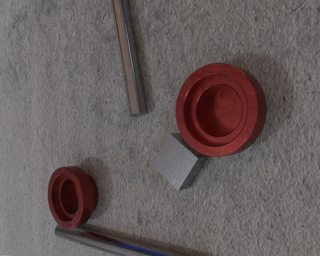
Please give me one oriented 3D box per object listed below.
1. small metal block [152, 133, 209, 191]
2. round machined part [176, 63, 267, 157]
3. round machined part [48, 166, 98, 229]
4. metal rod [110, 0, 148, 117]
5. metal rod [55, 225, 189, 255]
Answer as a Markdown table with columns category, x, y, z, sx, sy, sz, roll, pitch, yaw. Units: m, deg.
| category | x | y | z | sx | sy | sz | roll | pitch | yaw |
| --- | --- | --- | --- | --- | --- | --- | --- | --- | --- |
| small metal block | 0.025 | 0.041 | 0.385 | 0.050 | 0.025 | 0.050 | 42 | 115 | 32 |
| round machined part | 0.069 | -0.019 | 0.337 | 0.098 | 0.042 | 0.097 | 0 | 90 | 40 |
| round machined part | -0.139 | 0.111 | 0.509 | 0.098 | 0.042 | 0.097 | 0 | 90 | 40 |
| metal rod | -0.056 | -0.164 | 0.450 | 0.025 | 0.025 | 0.298 | -17 | 79 | 39 |
| metal rod | -0.060 | 0.175 | 0.454 | 0.300 | 0.025 | 0.025 | -3 | 88 | 39 |
